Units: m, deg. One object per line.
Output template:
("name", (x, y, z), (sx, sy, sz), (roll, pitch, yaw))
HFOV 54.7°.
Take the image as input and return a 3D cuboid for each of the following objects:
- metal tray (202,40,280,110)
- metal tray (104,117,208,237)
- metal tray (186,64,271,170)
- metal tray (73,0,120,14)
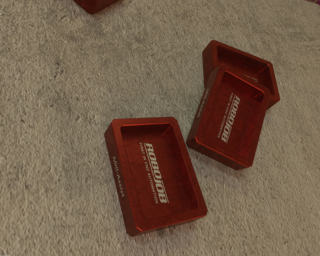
("metal tray", (0.138, -0.090, 0.528), (0.131, 0.030, 0.090), (15, 56, -20))
("metal tray", (-0.007, 0.051, 0.365), (0.091, 0.030, 0.130), (-3, 63, -30))
("metal tray", (0.100, -0.016, 0.443), (0.090, 0.030, 0.130), (27, 67, -12))
("metal tray", (-0.124, -0.244, 0.482), (0.130, 0.030, 0.090), (41, 51, 0))
